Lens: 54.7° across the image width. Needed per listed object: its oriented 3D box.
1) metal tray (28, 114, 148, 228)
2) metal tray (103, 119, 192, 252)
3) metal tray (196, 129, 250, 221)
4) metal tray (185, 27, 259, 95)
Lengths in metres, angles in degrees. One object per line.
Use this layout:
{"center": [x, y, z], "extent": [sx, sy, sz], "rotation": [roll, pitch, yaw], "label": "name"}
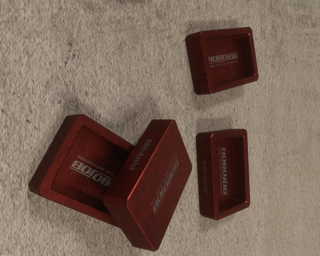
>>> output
{"center": [-0.064, 0.054, 0.349], "extent": [0.130, 0.030, 0.090], "rotation": [36, 68, -34], "label": "metal tray"}
{"center": [-0.006, 0.062, 0.364], "extent": [0.130, 0.030, 0.090], "rotation": [-60, 139, -41], "label": "metal tray"}
{"center": [0.102, 0.069, 0.489], "extent": [0.091, 0.030, 0.129], "rotation": [-6, 94, -40], "label": "metal tray"}
{"center": [0.102, -0.108, 0.489], "extent": [0.131, 0.030, 0.089], "rotation": [-19, 102, -39], "label": "metal tray"}
